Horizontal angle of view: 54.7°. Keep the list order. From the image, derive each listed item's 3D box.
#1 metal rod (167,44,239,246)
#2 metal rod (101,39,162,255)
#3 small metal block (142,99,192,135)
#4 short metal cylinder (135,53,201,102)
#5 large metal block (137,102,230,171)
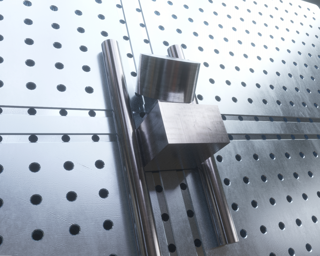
[{"bbox_3d":[0.053,0.006,0.432,0.025,0.025,0.299,2,61,-27],"label":"metal rod"},{"bbox_3d":[-0.039,0.013,0.378,0.025,0.025,0.299,1,61,-28],"label":"metal rod"},{"bbox_3d":[0.011,-0.013,0.406,0.050,0.050,0.025,2,61,-28],"label":"small metal block"},{"bbox_3d":[0.010,-0.068,0.411,0.081,0.050,0.080,9,15,-2],"label":"short metal cylinder"},{"bbox_3d":[0.022,0.013,0.374,0.081,0.080,0.050,1,62,-28],"label":"large metal block"}]
